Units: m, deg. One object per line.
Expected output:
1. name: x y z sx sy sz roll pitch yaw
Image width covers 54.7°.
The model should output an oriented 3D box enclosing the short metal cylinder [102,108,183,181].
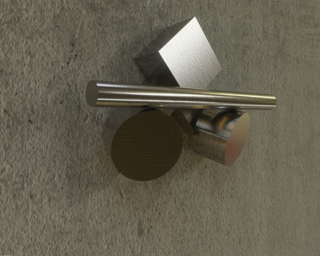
1. short metal cylinder: -0.021 0.013 0.353 0.081 0.050 0.079 -6 109 -19

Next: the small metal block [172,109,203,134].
1. small metal block: 0.044 -0.027 0.442 0.050 0.025 0.050 -51 120 -28

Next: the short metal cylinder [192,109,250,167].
1. short metal cylinder: 0.089 0.009 0.446 0.081 0.050 0.079 -36 137 -43

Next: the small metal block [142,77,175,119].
1. small metal block: -0.012 -0.029 0.396 0.050 0.025 0.050 -51 120 -29

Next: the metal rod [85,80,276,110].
1. metal rod: 0.053 -0.036 0.383 0.302 0.025 0.025 -2 92 -40

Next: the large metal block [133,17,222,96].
1. large metal block: 0.026 -0.085 0.408 0.080 0.050 0.080 -50 120 -28
